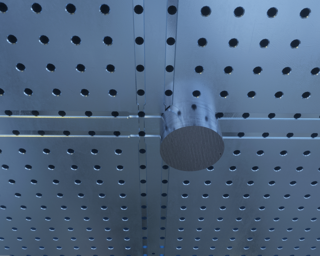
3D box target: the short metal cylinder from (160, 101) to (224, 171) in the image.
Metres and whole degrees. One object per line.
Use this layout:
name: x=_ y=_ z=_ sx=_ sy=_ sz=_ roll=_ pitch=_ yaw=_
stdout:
short metal cylinder: x=0.040 y=0.011 z=0.406 sx=0.081 sy=0.050 sz=0.079 roll=-1 pitch=130 yaw=0
